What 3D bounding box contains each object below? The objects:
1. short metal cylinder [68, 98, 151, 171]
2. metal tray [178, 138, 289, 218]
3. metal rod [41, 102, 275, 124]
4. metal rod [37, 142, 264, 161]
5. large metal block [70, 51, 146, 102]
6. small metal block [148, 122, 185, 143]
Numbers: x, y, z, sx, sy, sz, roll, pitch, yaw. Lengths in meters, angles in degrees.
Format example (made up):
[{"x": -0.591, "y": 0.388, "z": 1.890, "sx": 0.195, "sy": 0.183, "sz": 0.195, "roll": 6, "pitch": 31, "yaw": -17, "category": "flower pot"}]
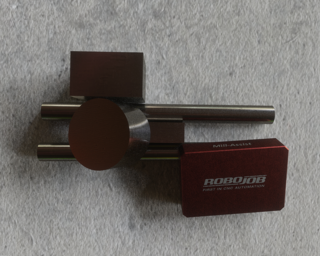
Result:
[{"x": -0.058, "y": 0.008, "z": 0.362, "sx": 0.080, "sy": 0.050, "sz": 0.080, "roll": -1, "pitch": 88, "yaw": 23, "category": "short metal cylinder"}, {"x": 0.091, "y": 0.063, "z": 0.396, "sx": 0.131, "sy": 0.030, "sz": 0.089, "roll": -4, "pitch": 108, "yaw": -2, "category": "metal tray"}, {"x": -0.002, "y": -0.020, "z": 0.411, "sx": 0.302, "sy": 0.025, "sz": 0.025, "roll": 1, "pitch": 90, "yaw": -1, "category": "metal rod"}, {"x": -0.007, "y": 0.031, "z": 0.411, "sx": 0.302, "sy": 0.025, "sz": 0.025, "roll": 0, "pitch": 90, "yaw": -1, "category": "metal rod"}, {"x": -0.060, "y": -0.060, "z": 0.383, "sx": 0.081, "sy": 0.080, "sz": 0.050, "roll": 1, "pitch": 90, "yaw": -1, "category": "large metal block"}, {"x": 0.004, "y": 0.005, "z": 0.398, "sx": 0.050, "sy": 0.050, "sz": 0.025, "roll": 1, "pitch": 90, "yaw": -1, "category": "small metal block"}]
